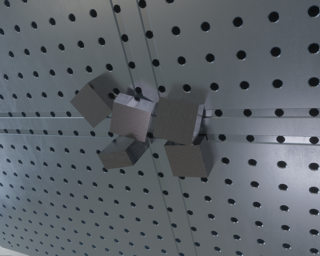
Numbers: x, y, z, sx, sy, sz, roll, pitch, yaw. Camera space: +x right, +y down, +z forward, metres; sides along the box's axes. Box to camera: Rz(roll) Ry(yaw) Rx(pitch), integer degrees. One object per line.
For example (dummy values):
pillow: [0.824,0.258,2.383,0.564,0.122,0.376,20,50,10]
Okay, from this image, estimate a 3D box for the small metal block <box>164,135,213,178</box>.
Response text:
small metal block: [0.039,0.038,0.415,0.050,0.025,0.050,-3,117,29]

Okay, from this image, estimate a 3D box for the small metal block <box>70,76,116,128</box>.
small metal block: [-0.091,-0.036,0.438,0.050,0.025,0.050,49,129,-7]

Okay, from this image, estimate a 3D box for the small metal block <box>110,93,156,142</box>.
small metal block: [-0.037,-0.014,0.416,0.050,0.025,0.050,16,126,3]

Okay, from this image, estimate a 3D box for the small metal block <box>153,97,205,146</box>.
small metal block: [0.023,-0.010,0.383,0.050,0.025,0.050,14,102,20]

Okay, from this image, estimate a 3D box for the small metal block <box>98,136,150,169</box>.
small metal block: [-0.051,0.032,0.442,0.050,0.050,0.025,-12,112,33]
